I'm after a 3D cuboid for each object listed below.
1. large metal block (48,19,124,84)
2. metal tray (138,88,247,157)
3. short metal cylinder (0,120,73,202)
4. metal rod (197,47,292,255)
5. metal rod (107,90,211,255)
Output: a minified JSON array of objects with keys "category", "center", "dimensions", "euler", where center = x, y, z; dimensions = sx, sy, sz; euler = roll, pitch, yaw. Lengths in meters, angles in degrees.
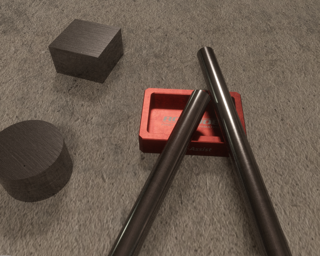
[{"category":"large metal block","center":[-0.113,-0.123,0.489],"dimensions":[0.080,0.050,0.080],"euler":[15,52,12]},{"category":"metal tray","center":[0.042,-0.009,0.407],"dimensions":[0.131,0.030,0.090],"euler":[3,50,2]},{"category":"short metal cylinder","center":[-0.146,0.037,0.354],"dimensions":[0.081,0.050,0.080],"euler":[0,50,0]},{"category":"metal rod","center":[0.085,0.005,0.360],"dimensions":[0.025,0.025,0.300],"euler":[-5,50,-5]},{"category":"metal rod","center":[-0.012,0.076,0.314],"dimensions":[0.025,0.025,0.300],"euler":[20,60,15]}]
